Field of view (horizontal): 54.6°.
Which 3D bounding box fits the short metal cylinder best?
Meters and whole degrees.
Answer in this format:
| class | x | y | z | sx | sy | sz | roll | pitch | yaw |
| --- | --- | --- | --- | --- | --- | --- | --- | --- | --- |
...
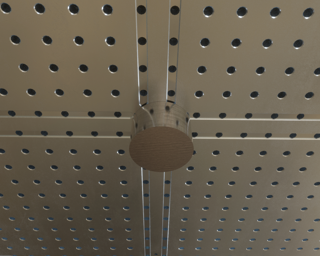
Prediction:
| class | x | y | z | sx | sy | sz | roll | pitch | yaw |
| --- | --- | --- | --- | --- | --- | --- | --- | --- | --- |
| short metal cylinder | 0.002 | 0.012 | 0.405 | 0.080 | 0.050 | 0.080 | 0 | 130 | 0 |
